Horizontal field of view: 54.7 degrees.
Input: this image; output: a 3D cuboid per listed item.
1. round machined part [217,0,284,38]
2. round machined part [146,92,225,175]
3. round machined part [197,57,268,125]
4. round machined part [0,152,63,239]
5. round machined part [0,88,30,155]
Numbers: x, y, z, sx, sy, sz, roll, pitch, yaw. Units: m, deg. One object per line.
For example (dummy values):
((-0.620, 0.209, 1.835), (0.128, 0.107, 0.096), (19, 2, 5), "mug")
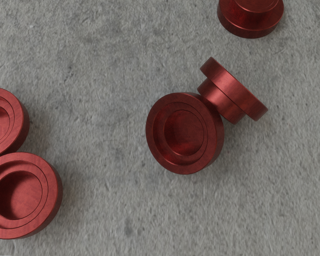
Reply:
((0.140, -0.189, 0.470), (0.099, 0.042, 0.098), (0, 70, -1), "round machined part")
((0.034, 0.004, 0.380), (0.098, 0.042, 0.097), (6, 101, 34), "round machined part")
((0.086, -0.042, 0.393), (0.098, 0.098, 0.042), (47, 106, 15), "round machined part")
((-0.164, 0.080, 0.368), (0.099, 0.042, 0.098), (0, 70, -1), "round machined part")
((-0.216, 0.000, 0.396), (0.099, 0.042, 0.098), (0, 70, -1), "round machined part")
